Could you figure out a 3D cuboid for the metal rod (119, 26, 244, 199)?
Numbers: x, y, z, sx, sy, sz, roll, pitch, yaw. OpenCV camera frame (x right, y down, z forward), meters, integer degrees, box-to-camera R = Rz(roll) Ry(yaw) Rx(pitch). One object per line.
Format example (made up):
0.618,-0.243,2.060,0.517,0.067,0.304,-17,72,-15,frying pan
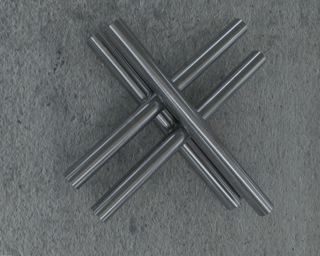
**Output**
0.033,-0.015,0.423,0.025,0.025,0.300,-44,104,-15,metal rod

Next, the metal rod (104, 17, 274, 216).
0.043,-0.003,0.374,0.025,0.025,0.300,-45,104,-15,metal rod

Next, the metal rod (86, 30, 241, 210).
0.013,-0.001,0.416,0.025,0.025,0.300,-44,104,-15,metal rod

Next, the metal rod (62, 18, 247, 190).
0.005,-0.040,0.386,0.301,0.025,0.025,-44,104,-15,metal rod

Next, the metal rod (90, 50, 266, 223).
0.033,0.001,0.397,0.301,0.025,0.025,-44,104,-15,metal rod
